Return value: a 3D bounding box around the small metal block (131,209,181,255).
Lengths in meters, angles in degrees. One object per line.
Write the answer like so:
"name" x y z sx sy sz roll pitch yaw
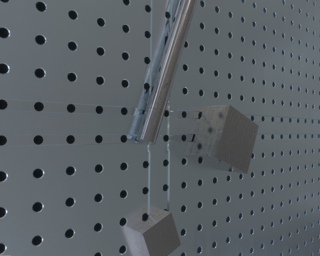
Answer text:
"small metal block" -0.004 0.143 0.406 0.050 0.025 0.050 -26 107 -37

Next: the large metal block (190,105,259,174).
"large metal block" 0.101 0.018 0.478 0.080 0.050 0.080 28 72 -37

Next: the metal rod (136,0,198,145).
"metal rod" 0.023 -0.122 0.428 0.025 0.025 0.299 27 73 -37
